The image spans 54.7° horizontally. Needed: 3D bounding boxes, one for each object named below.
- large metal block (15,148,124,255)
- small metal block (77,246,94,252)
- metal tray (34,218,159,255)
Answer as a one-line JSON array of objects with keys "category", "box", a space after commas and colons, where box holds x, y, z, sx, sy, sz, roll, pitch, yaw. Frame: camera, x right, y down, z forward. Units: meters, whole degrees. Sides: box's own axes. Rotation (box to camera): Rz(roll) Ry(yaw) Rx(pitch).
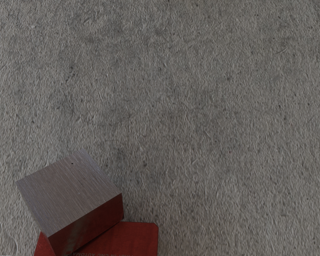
[{"category": "large metal block", "box": [-0.097, 0.080, 0.340, 0.081, 0.050, 0.080, -28, 50, -28]}, {"category": "small metal block", "box": [-0.083, 0.166, 0.347, 0.050, 0.025, 0.050, 28, 72, 9]}, {"category": "metal tray", "box": [-0.069, 0.149, 0.336, 0.131, 0.030, 0.090, 3, 52, 1]}]
